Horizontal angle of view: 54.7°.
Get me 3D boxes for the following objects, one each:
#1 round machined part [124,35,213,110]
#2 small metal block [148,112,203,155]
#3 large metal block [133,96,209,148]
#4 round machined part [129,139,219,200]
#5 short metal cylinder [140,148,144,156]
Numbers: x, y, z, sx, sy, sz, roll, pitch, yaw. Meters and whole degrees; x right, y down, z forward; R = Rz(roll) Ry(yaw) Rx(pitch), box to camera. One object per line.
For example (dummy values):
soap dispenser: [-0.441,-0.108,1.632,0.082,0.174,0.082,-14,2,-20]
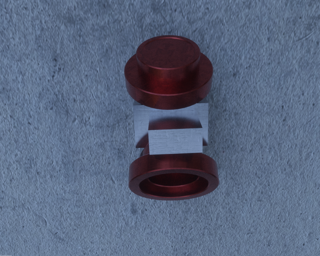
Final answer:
round machined part: [0.009,-0.068,0.343,0.099,0.098,0.042,-2,135,0]
small metal block: [0.015,0.004,0.313,0.050,0.050,0.025,-2,110,1]
large metal block: [0.012,-0.016,0.375,0.081,0.080,0.050,-2,110,0]
round machined part: [0.015,0.046,0.349,0.099,0.042,0.098,-1,149,-1]
short metal cylinder: [0.012,0.039,0.413,0.081,0.050,0.079,0,110,-1]
